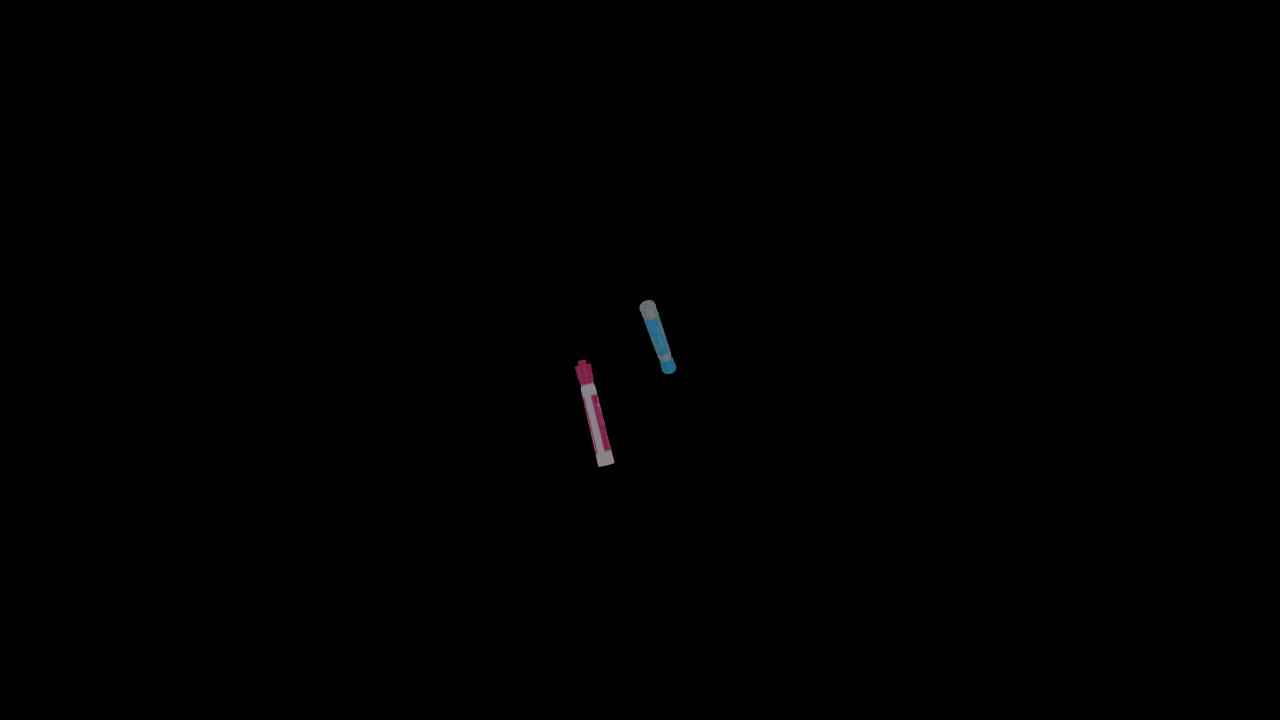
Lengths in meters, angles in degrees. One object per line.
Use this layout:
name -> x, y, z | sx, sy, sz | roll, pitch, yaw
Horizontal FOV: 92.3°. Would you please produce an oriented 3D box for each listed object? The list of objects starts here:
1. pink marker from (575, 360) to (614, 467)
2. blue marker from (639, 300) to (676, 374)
pink marker -> -0.052, 0.059, 0.691 | 0.020, 0.121, 0.020 | -14, -5, -1
blue marker -> 0.023, -0.024, 0.738 | 0.020, 0.020, 0.121 | 0, -39, 19
